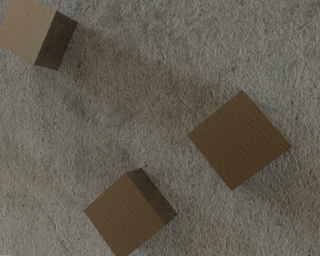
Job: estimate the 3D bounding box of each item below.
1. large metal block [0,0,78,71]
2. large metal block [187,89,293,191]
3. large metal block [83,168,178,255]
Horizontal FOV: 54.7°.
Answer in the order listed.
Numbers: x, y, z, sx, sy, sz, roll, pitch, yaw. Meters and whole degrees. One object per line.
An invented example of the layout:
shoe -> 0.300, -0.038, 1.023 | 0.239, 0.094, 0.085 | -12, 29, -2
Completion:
large metal block -> -0.183, -0.142, 0.460 | 0.080, 0.050, 0.080 | 29, 100, 17
large metal block -> 0.093, 0.014, 0.363 | 0.080, 0.050, 0.080 | -41, 77, 15
large metal block -> -0.038, 0.112, 0.409 | 0.080, 0.050, 0.080 | -43, 77, 15
